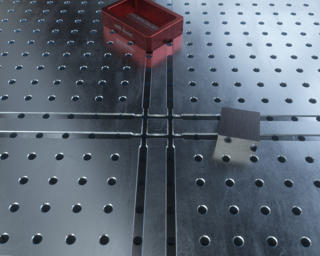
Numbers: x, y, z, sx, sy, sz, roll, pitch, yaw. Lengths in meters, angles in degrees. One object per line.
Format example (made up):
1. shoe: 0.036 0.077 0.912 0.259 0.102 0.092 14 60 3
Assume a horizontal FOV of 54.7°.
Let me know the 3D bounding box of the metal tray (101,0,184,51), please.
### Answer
1. metal tray: -0.033 -0.198 0.569 0.130 0.030 0.090 37 59 27

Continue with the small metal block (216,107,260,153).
1. small metal block: 0.103 0.002 0.407 0.050 0.025 0.050 10 51 8
